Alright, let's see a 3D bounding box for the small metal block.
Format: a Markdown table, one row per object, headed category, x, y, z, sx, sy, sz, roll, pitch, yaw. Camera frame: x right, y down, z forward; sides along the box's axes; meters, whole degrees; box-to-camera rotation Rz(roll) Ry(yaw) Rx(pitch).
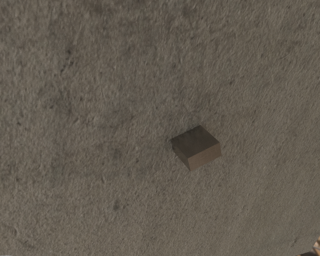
| category | x | y | z | sx | sy | sz | roll | pitch | yaw |
| --- | --- | --- | --- | --- | --- | --- | --- | --- | --- |
| small metal block | 0.051 | 0.027 | 0.437 | 0.050 | 0.050 | 0.025 | -25 | 128 | -13 |
